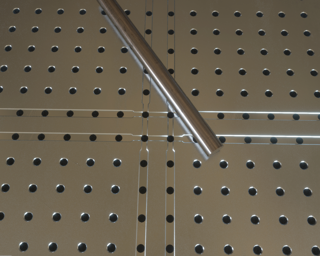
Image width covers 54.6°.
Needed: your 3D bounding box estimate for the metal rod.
[{"bbox_3d":[-0.009,-0.088,0.443,0.025,0.025,0.299,-31,73,-11],"label":"metal rod"}]
